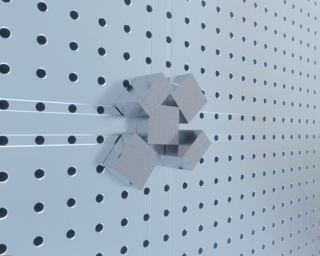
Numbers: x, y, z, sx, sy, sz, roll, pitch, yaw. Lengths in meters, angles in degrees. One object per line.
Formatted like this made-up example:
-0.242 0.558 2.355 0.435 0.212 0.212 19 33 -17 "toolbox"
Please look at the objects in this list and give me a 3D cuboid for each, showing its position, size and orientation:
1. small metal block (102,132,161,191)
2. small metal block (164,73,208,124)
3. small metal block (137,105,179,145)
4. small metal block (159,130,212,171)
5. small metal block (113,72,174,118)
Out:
-0.034 0.040 0.379 0.050 0.025 0.050 46 62 -31 "small metal block"
0.034 -0.041 0.436 0.050 0.025 0.050 -47 118 -29 "small metal block"
-0.002 -0.004 0.405 0.050 0.025 0.050 4 86 -39 "small metal block"
0.033 0.029 0.419 0.050 0.050 0.025 -50 119 -28 "small metal block"
-0.020 -0.039 0.374 0.025 0.050 0.050 52 60 -28 "small metal block"
